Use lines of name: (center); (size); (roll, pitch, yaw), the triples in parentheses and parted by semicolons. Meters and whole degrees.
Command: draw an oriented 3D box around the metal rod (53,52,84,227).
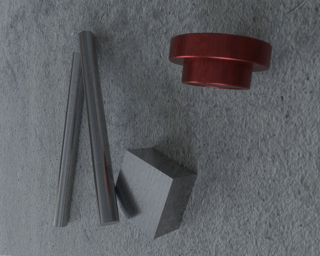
metal rod: (-0.153, 0.023, 0.527); (0.025, 0.025, 0.298); (15, 99, 39)

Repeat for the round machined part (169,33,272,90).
round machined part: (0.057, -0.062, 0.309); (0.098, 0.099, 0.042); (10, 97, 39)

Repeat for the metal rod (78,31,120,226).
metal rod: (-0.091, -0.016, 0.439); (0.025, 0.025, 0.299); (-31, 59, 35)

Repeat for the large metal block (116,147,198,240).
large metal block: (-0.010, 0.079, 0.395); (0.080, 0.050, 0.079); (27, 107, 36)
